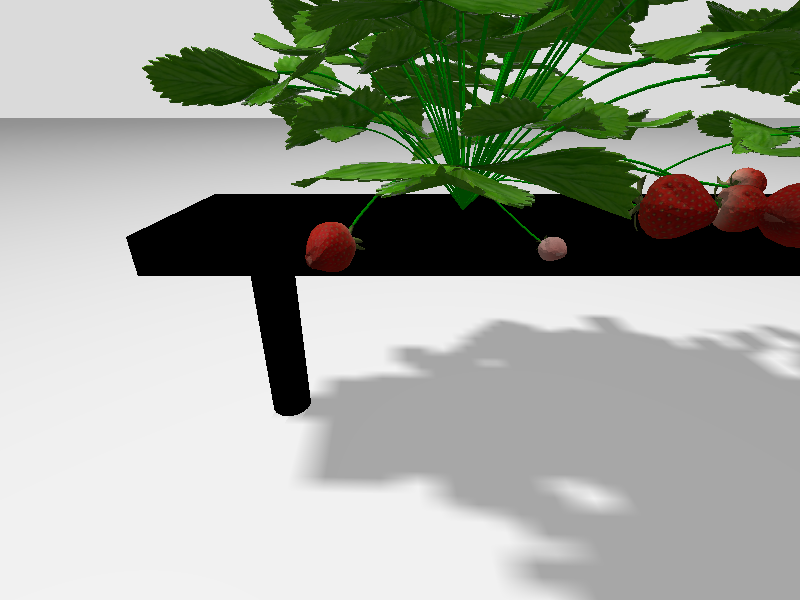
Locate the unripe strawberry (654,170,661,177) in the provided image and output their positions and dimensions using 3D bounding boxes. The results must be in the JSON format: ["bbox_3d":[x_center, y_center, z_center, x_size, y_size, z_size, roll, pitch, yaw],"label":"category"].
[{"bbox_3d":[0.333,-0.165,0.517,0.011,0.010,0.010,-22,33,-37],"label":"unripe strawberry"}]

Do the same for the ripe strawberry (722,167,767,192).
[{"bbox_3d":[0.308,-0.101,0.356,0.031,0.033,0.029,-1,26,-3],"label":"ripe strawberry"}]

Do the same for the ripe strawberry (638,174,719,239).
[{"bbox_3d":[0.180,-0.059,0.260,0.043,0.043,0.047,18,31,31],"label":"ripe strawberry"}]

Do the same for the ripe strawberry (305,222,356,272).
[{"bbox_3d":[-0.039,-0.027,0.213,0.027,0.028,0.029,16,37,29],"label":"ripe strawberry"}]

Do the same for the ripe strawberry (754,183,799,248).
[{"bbox_3d":[0.244,-0.052,0.246,0.041,0.041,0.045,-11,28,-20],"label":"ripe strawberry"}]

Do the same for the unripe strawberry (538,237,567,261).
[{"bbox_3d":[0.088,-0.028,0.229,0.016,0.014,0.015,-6,27,-12],"label":"unripe strawberry"}]

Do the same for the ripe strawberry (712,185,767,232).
[{"bbox_3d":[0.238,-0.062,0.277,0.033,0.033,0.036,16,30,17],"label":"ripe strawberry"}]
